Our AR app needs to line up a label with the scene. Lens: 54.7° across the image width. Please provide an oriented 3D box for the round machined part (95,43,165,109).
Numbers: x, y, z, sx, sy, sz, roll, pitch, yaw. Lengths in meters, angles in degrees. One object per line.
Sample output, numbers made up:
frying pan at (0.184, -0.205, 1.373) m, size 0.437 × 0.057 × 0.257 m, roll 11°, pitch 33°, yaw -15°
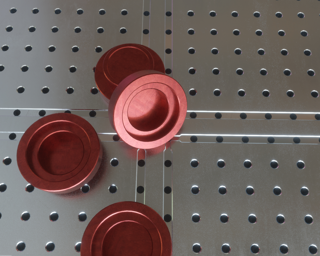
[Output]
round machined part at (-0.042, -0.077, 0.430) m, size 0.099 × 0.042 × 0.098 m, roll 0°, pitch 70°, yaw 0°

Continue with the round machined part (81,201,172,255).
round machined part at (-0.036, 0.135, 0.353) m, size 0.099 × 0.042 × 0.098 m, roll 0°, pitch 70°, yaw -1°

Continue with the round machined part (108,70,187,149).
round machined part at (-0.018, -0.026, 0.393) m, size 0.098 × 0.098 × 0.042 m, roll -33°, pitch 32°, yaw -11°

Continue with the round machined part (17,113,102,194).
round machined part at (-0.121, 0.033, 0.389) m, size 0.099 × 0.042 × 0.098 m, roll 0°, pitch 70°, yaw -1°
